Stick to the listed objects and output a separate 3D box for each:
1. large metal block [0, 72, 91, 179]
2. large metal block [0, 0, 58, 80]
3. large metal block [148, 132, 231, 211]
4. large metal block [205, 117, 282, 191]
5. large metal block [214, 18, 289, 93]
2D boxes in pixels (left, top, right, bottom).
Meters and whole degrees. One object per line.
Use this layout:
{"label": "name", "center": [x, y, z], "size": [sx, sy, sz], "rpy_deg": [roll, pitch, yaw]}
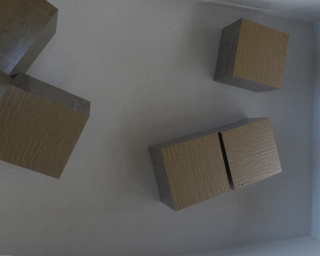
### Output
{"label": "large metal block", "center": [-0.130, -0.002, 0.335], "size": [0.080, 0.050, 0.080], "rpy_deg": [24, 106, -19]}
{"label": "large metal block", "center": [-0.154, -0.096, 0.325], "size": [0.050, 0.080, 0.080], "rpy_deg": [35, 79, -17]}
{"label": "large metal block", "center": [0.038, 0.054, 0.413], "size": [0.081, 0.050, 0.080], "rpy_deg": [-15, 95, -20]}
{"label": "large metal block", "center": [0.117, 0.034, 0.442], "size": [0.081, 0.050, 0.080], "rpy_deg": [-16, 96, -20]}
{"label": "large metal block", "center": [0.131, -0.101, 0.447], "size": [0.081, 0.050, 0.080], "rpy_deg": [11, 86, -20]}
